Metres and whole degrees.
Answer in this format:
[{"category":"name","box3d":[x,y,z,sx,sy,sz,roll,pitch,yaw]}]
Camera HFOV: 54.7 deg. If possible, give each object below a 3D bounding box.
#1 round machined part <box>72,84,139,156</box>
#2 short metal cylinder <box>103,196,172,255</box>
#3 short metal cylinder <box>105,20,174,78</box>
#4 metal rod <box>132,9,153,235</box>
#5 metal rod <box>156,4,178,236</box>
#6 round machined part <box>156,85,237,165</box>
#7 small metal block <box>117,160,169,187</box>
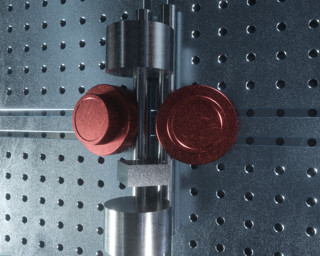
[{"category":"round machined part","box3d":[-0.080,-0.011,0.418,0.098,0.042,0.097,0,90,34]},{"category":"short metal cylinder","box3d":[-0.026,0.115,0.370,0.080,0.080,0.050,1,91,20]},{"category":"short metal cylinder","box3d":[-0.024,-0.090,0.368,0.080,0.080,0.050,1,91,20]},{"category":"metal rod","box3d":[-0.025,-0.008,0.420,0.025,0.025,0.298,1,90,20]},{"category":"metal rod","box3d":[0.009,-0.009,0.409,0.025,0.025,0.298,1,90,20]},{"category":"round machined part","box3d":[0.044,-0.004,0.374,0.099,0.042,0.097,0,90,5]},{"category":"small metal block","box3d":[-0.022,0.055,0.382,0.050,0.050,0.025,1,90,-22]}]
